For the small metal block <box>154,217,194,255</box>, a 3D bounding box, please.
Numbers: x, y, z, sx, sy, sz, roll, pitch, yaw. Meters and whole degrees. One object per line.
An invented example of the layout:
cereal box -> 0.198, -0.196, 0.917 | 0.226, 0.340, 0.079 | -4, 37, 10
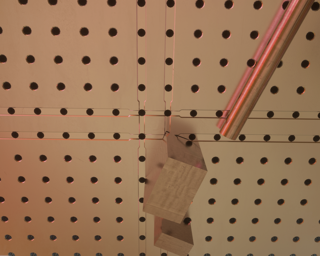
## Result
small metal block -> 0.019, 0.156, 0.458 | 0.050, 0.050, 0.025 | 25, 108, -9

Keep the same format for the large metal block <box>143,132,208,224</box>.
large metal block -> 0.017, 0.062, 0.407 | 0.050, 0.080, 0.079 | 21, 109, -8

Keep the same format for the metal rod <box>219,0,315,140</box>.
metal rod -> 0.151, -0.118, 0.371 | 0.025, 0.025, 0.298 | 22, 108, -9
